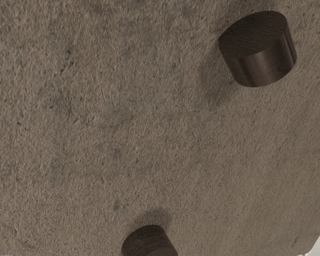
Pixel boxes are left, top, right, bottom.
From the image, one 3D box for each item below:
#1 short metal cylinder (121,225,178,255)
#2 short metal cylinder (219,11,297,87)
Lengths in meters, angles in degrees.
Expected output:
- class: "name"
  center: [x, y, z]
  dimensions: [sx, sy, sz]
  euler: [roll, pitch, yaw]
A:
- class: "short metal cylinder"
  center: [-0.017, 0.208, 0.512]
  dimensions: [0.081, 0.050, 0.079]
  euler: [-14, 125, -21]
- class: "short metal cylinder"
  center: [0.119, -0.096, 0.379]
  dimensions: [0.080, 0.080, 0.050]
  euler: [-41, 130, -1]
